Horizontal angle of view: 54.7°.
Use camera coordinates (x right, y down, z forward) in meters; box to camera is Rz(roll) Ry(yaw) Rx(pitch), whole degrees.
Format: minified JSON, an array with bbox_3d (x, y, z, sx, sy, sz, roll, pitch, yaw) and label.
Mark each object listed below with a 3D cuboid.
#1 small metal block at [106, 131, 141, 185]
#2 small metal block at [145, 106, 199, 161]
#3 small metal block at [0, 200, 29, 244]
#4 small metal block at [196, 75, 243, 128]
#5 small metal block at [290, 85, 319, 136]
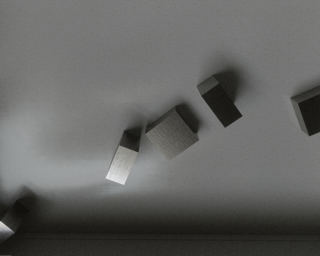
[{"bbox_3d":[-0.048,0.038,0.412,0.025,0.050,0.050,22,109,-8],"label":"small metal block"},{"bbox_3d":[0.016,0.008,0.414,0.050,0.025,0.050,-36,106,12],"label":"small metal block"},{"bbox_3d":[-0.225,0.140,0.448,0.050,0.050,0.025,-38,106,13],"label":"small metal block"},{"bbox_3d":[0.073,-0.034,0.386,0.025,0.050,0.050,-36,106,12],"label":"small metal block"},{"bbox_3d":[0.206,-0.024,0.404,0.050,0.025,0.050,-24,109,8],"label":"small metal block"}]
